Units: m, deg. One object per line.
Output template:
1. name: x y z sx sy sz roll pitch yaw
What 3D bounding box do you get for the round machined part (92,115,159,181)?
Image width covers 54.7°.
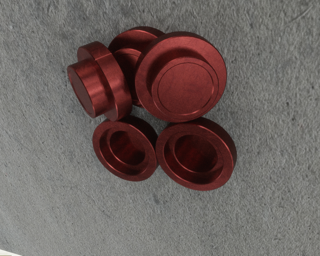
1. round machined part: -0.041 0.023 0.431 0.098 0.042 0.097 13 124 20

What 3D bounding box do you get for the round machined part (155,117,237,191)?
1. round machined part: 0.047 0.027 0.388 0.098 0.042 0.097 13 124 20

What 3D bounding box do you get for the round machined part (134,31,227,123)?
1. round machined part: 0.023 -0.048 0.326 0.099 0.042 0.097 -4 120 -6

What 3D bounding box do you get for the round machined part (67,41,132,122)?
1. round machined part: -0.077 -0.051 0.374 0.098 0.042 0.097 47 154 32

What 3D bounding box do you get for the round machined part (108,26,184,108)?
1. round machined part: -0.024 -0.066 0.367 0.098 0.042 0.097 13 124 20
